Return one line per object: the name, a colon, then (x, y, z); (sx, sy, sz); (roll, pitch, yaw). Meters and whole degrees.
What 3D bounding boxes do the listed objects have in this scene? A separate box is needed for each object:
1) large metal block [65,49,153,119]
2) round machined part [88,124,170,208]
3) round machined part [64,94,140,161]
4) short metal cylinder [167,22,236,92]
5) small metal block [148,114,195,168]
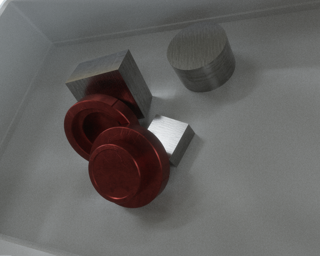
large metal block: (-0.067, -0.053, 0.429); (0.080, 0.080, 0.050); (-10, 39, 22)
round machined part: (-0.042, 0.047, 0.354); (0.098, 0.042, 0.097); (6, 103, 25)
round machined part: (-0.070, 0.000, 0.405); (0.098, 0.097, 0.042); (-9, 26, 23)
short metal cylinder: (0.056, -0.095, 0.418); (0.080, 0.050, 0.080); (-13, 56, 20)
small metal block: (0.008, 0.015, 0.391); (0.050, 0.025, 0.050); (19, 71, 35)
